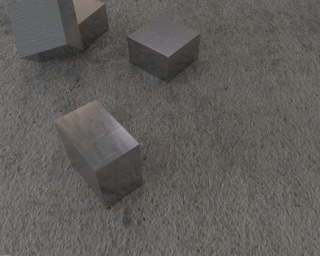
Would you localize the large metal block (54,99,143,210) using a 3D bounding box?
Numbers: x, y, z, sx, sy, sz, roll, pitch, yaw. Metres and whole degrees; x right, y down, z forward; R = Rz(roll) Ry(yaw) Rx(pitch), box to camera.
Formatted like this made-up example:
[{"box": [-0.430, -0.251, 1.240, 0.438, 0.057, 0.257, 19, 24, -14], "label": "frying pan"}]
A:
[{"box": [-0.065, 0.030, 0.342, 0.050, 0.080, 0.080, -32, 57, -24], "label": "large metal block"}]

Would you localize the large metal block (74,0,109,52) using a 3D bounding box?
[{"box": [-0.149, -0.186, 0.543, 0.080, 0.050, 0.080, 22, 53, 17], "label": "large metal block"}]

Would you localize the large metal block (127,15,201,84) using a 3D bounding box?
[{"box": [0.007, -0.127, 0.494, 0.080, 0.050, 0.080, 32, 57, 24], "label": "large metal block"}]

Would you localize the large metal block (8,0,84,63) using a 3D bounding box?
[{"box": [-0.173, -0.152, 0.473, 0.080, 0.050, 0.080, -12, 91, 14], "label": "large metal block"}]
